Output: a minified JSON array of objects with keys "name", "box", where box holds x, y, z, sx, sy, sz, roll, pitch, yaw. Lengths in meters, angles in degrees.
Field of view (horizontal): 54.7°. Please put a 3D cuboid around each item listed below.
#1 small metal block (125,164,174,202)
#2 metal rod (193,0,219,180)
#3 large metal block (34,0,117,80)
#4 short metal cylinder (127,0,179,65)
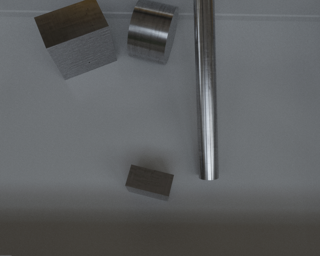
[{"name":"small metal block","box":[-0.012,0.067,0.372,0.050,0.050,0.025,13,71,4]},{"name":"metal rod","box":[0.055,-0.086,0.375,0.025,0.025,0.298,-3,96,-1]},{"name":"large metal block","box":[-0.111,-0.119,0.423,0.080,0.080,0.050,-23,72,-9]},{"name":"short metal cylinder","box":[-0.009,-0.132,0.429,0.050,0.080,0.080,15,71,5]}]
